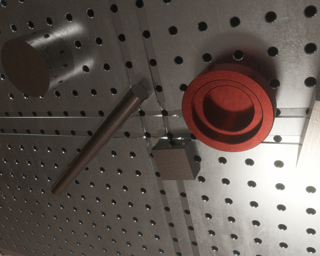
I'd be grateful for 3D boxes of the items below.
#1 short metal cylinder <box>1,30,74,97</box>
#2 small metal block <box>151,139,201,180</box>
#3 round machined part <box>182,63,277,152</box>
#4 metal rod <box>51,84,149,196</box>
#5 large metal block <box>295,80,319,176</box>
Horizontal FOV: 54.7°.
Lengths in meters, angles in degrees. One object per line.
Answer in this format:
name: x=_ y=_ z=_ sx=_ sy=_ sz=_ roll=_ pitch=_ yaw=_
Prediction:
short metal cylinder: x=-0.167 y=-0.089 z=0.426 sx=0.080 sy=0.050 sz=0.079 roll=13 pitch=124 yaw=20
small metal block: x=0.022 y=0.044 z=0.426 sx=0.050 sy=0.025 sz=0.050 roll=-6 pitch=116 yaw=30
round machined part: x=0.078 y=-0.025 z=0.343 sx=0.098 sy=0.042 sz=0.097 roll=13 pitch=124 yaw=20
metal rod: x=-0.109 y=0.035 z=0.487 sx=0.025 sy=0.025 sz=0.299 roll=44 pitch=129 yaw=-3
large metal block: x=0.185 y=0.006 z=0.301 sx=0.080 sy=0.050 sz=0.079 roll=13 pitch=124 yaw=20
